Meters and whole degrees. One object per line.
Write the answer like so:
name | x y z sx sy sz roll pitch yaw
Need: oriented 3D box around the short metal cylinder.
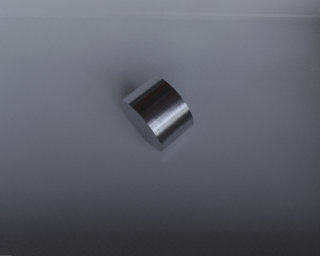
short metal cylinder | -0.004 -0.017 0.384 0.050 0.080 0.080 -40 75 -13
